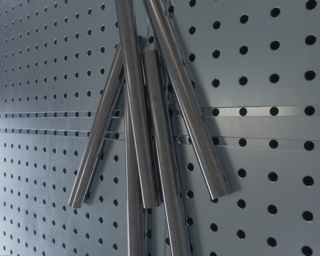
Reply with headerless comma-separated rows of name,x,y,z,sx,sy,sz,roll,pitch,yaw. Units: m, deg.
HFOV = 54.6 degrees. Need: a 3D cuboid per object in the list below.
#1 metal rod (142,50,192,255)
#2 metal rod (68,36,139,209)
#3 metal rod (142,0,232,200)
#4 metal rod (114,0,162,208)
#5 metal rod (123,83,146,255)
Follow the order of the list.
metal rod,0.010,0.045,0.402,0.025,0.025,0.299,-14,81,39
metal rod,-0.093,-0.003,0.487,0.025,0.025,0.298,33,110,35
metal rod,0.025,-0.060,0.389,0.025,0.025,0.299,-29,72,36
metal rod,-0.031,-0.043,0.418,0.025,0.025,0.298,-7,91,40
metal rod,-0.035,0.086,0.439,0.025,0.025,0.298,-3,88,40
